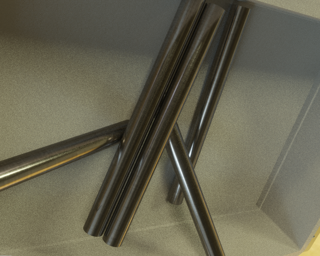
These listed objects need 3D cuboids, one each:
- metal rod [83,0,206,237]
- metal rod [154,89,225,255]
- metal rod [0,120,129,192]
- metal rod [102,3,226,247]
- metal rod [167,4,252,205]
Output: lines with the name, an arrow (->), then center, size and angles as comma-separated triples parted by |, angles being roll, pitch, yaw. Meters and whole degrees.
metal rod -> -0.021, -0.011, 0.357 | 0.025, 0.025, 0.298 | 19, 98, -36
metal rod -> 0.043, 0.086, 0.411 | 0.025, 0.025, 0.298 | -24, 103, -14
metal rod -> -0.129, 0.038, 0.277 | 0.302, 0.025, 0.025 | -22, 132, -50
metal rod -> 0.002, 0.002, 0.362 | 0.025, 0.025, 0.298 | 20, 97, -36
metal rod -> 0.061, -0.016, 0.434 | 0.025, 0.025, 0.298 | 1, 118, -30
